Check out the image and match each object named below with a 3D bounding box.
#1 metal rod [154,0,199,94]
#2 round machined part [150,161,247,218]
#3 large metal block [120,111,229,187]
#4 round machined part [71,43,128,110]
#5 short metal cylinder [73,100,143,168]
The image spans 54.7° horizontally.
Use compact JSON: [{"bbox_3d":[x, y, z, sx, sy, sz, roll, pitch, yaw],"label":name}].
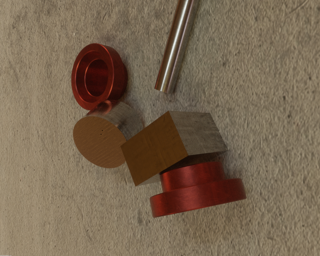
[{"bbox_3d":[0.044,-0.188,0.368,0.025,0.025,0.298,26,106,37],"label":"metal rod"},{"bbox_3d":[0.037,0.064,0.328,0.098,0.099,0.042,-24,70,37],"label":"round machined part"},{"bbox_3d":[0.017,0.023,0.355,0.080,0.081,0.050,-35,68,34],"label":"large metal block"},{"bbox_3d":[-0.087,-0.074,0.466,0.098,0.042,0.097,0,90,40],"label":"round machined part"},{"bbox_3d":[-0.069,0.008,0.423,0.080,0.050,0.079,10,123,16],"label":"short metal cylinder"}]
